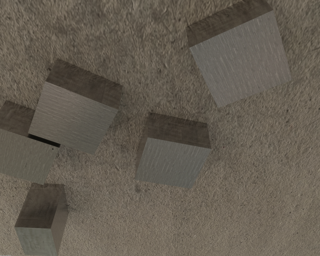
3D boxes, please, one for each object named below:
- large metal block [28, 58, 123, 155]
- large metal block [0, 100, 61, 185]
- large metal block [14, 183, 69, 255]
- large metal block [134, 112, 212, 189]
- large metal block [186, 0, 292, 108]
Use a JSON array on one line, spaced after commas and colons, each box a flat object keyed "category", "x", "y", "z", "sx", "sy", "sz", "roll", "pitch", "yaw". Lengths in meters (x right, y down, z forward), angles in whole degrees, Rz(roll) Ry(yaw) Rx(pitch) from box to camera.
[{"category": "large metal block", "x": -0.100, "y": -0.023, "z": 0.370, "sx": 0.080, "sy": 0.050, "sz": 0.080, "roll": 22, "pitch": 127, "yaw": -18}, {"category": "large metal block", "x": -0.177, "y": 0.021, "z": 0.407, "sx": 0.080, "sy": 0.050, "sz": 0.080, "roll": 21, "pitch": 127, "yaw": -17}, {"category": "large metal block", "x": -0.184, "y": 0.145, "z": 0.493, "sx": 0.050, "sy": 0.080, "sz": 0.079, "roll": 4, "pitch": 130, "yaw": -4}, {"category": "large metal block", "x": 0.014, "y": 0.032, "z": 0.418, "sx": 0.081, "sy": 0.050, "sz": 0.079, "roll": 11, "pitch": 129, "yaw": -9}, {"category": "large metal block", "x": 0.082, "y": -0.079, "z": 0.324, "sx": 0.080, "sy": 0.050, "sz": 0.080, "roll": -21, "pitch": 127, "yaw": 17}]
